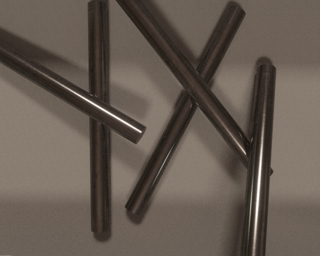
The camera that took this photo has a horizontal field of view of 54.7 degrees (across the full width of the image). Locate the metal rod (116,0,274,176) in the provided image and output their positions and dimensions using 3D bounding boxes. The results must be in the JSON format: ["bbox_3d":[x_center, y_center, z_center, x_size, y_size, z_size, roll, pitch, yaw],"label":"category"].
[{"bbox_3d":[0.040,-0.057,0.385,0.025,0.025,0.300,-38,93,0],"label":"metal rod"}]

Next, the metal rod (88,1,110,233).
[{"bbox_3d":[-0.081,-0.014,0.410,0.025,0.025,0.298,-1,90,-1],"label":"metal rod"}]

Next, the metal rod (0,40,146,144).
[{"bbox_3d":[-0.152,-0.067,0.392,0.301,0.025,0.025,31,90,6],"label":"metal rod"}]

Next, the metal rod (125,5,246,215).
[{"bbox_3d":[0.034,-0.023,0.411,0.025,0.025,0.299,28,90,-1],"label":"metal rod"}]

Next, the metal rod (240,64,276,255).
[{"bbox_3d":[0.112,0.055,0.353,0.025,0.025,0.299,13,65,0],"label":"metal rod"}]
